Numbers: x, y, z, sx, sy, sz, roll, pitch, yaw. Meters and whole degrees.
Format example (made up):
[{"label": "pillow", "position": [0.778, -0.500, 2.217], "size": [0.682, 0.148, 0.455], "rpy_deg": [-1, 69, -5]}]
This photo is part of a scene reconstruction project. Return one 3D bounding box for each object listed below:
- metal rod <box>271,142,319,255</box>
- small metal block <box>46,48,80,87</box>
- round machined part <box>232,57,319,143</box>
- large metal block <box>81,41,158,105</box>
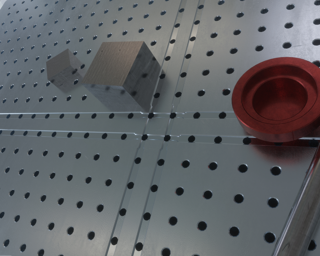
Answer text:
[{"label": "metal rod", "position": [0.121, 0.104, 0.280], "size": [0.025, 0.025, 0.300], "rpy_deg": [20, 72, 35]}, {"label": "small metal block", "position": [-0.180, -0.111, 0.571], "size": [0.050, 0.025, 0.050], "rpy_deg": [-28, 52, 10]}, {"label": "round machined part", "position": [0.134, -0.027, 0.344], "size": [0.098, 0.042, 0.098], "rpy_deg": [-13, 56, 21]}, {"label": "large metal block", "position": [-0.061, -0.085, 0.477], "size": [0.080, 0.050, 0.080], "rpy_deg": [8, 66, 32]}]
